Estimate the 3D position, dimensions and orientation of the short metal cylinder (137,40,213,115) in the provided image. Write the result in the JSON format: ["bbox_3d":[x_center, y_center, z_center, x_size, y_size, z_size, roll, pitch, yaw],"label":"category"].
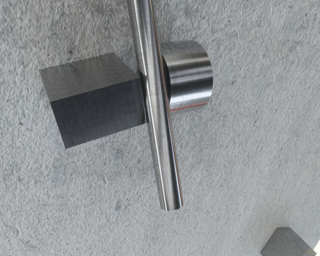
[{"bbox_3d":[0.014,-0.055,0.344,0.050,0.080,0.079,-13,124,-25],"label":"short metal cylinder"}]

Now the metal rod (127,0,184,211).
[{"bbox_3d":[-0.009,-0.062,0.296,0.025,0.025,0.298,-14,103,-21],"label":"metal rod"}]

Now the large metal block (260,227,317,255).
[{"bbox_3d":[0.291,0.286,0.708,0.050,0.080,0.079,11,113,-33],"label":"large metal block"}]

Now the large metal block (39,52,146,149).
[{"bbox_3d":[-0.069,-0.032,0.314,0.081,0.080,0.050,-18,126,-18],"label":"large metal block"}]
